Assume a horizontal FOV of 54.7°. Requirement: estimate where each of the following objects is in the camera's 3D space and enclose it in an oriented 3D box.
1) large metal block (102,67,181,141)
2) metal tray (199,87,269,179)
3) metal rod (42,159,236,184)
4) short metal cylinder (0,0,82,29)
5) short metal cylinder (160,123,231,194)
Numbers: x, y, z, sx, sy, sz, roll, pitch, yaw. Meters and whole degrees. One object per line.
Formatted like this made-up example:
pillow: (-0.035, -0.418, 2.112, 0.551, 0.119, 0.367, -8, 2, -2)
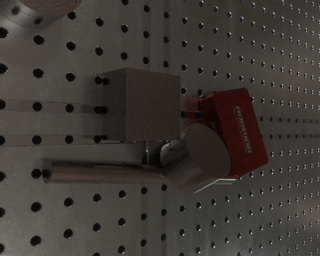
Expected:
large metal block: (-0.022, -0.025, 0.376, 0.081, 0.050, 0.079, 1, 90, -40)
metal tray: (0.119, 0.006, 0.491, 0.091, 0.030, 0.129, -14, 87, -40)
metal rod: (0.000, 0.062, 0.411, 0.302, 0.025, 0.025, 9, 85, -40)
short metal cylinder: (-0.118, -0.141, 0.294, 0.081, 0.050, 0.079, 0, 90, -40)
short metal cylinder: (0.048, 0.040, 0.413, 0.080, 0.050, 0.080, 26, 44, -28)
